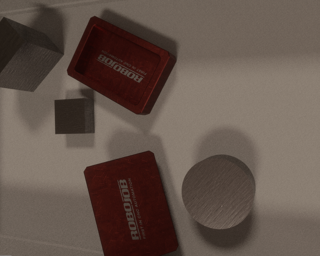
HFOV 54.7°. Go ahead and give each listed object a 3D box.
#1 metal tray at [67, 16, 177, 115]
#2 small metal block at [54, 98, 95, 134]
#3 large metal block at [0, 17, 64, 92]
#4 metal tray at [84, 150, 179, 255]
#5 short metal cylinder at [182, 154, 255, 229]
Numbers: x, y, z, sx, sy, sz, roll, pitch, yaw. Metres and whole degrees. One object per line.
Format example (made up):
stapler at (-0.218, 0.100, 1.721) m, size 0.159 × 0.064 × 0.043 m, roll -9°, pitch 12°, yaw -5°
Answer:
metal tray at (-0.055, -0.085, 0.425) m, size 0.130 × 0.030 × 0.090 m, roll 30°, pitch 100°, yaw 17°
small metal block at (-0.125, -0.017, 0.453) m, size 0.050 × 0.025 × 0.050 m, roll -2°, pitch 90°, yaw 19°
large metal block at (-0.204, -0.102, 0.451) m, size 0.080 × 0.080 × 0.050 m, roll -45°, pitch 76°, yaw 14°
metal tray at (-0.038, 0.102, 0.398) m, size 0.091 × 0.030 × 0.129 m, roll -14°, pitch 85°, yaw -12°
short metal cylinder at (0.072, 0.074, 0.372) m, size 0.080 × 0.050 × 0.079 m, roll 0°, pitch 90°, yaw 19°
